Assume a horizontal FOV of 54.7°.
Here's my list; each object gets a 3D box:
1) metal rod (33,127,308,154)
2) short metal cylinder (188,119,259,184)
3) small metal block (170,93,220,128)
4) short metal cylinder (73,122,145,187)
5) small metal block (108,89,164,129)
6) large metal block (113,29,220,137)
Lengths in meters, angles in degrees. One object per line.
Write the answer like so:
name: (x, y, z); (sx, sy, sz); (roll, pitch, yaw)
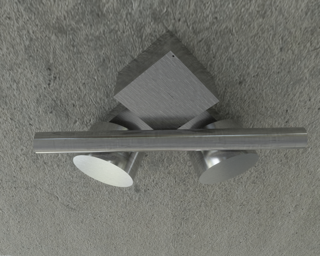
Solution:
metal rod: (0.011, 0.014, 0.353); (0.302, 0.025, 0.025); (-1, 130, 0)
short metal cylinder: (0.079, 0.032, 0.402); (0.081, 0.050, 0.080); (-15, 150, -9)
small metal block: (0.043, -0.012, 0.398); (0.050, 0.025, 0.050); (-36, 122, 26)
short metal cylinder: (-0.064, 0.036, 0.403); (0.080, 0.050, 0.080); (15, 149, 10)
small metal block: (-0.030, -0.014, 0.397); (0.050, 0.025, 0.050); (-36, 122, 25)
large metal block: (0.007, -0.047, 0.350); (0.080, 0.050, 0.080); (-35, 122, 25)
